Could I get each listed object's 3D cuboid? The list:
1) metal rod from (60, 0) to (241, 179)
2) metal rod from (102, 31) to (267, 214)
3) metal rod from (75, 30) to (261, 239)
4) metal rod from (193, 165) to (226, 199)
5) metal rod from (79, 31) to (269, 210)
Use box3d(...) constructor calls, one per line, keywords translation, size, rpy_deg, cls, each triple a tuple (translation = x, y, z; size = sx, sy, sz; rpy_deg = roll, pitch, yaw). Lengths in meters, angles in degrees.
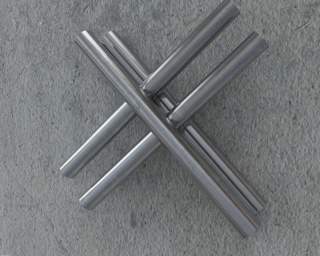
box3d(translation=(-0.022, -0.040, 0.390), size=(0.299, 0.025, 0.025), rpy_deg=(-43, 77, 14), cls="metal rod")
box3d(translation=(0.023, -0.015, 0.401), size=(0.025, 0.025, 0.300), rpy_deg=(-44, 77, 14), cls="metal rod")
box3d(translation=(0.000, -0.003, 0.356), size=(0.025, 0.025, 0.300), rpy_deg=(-44, 77, 14), cls="metal rod")
box3d(translation=(0.004, -0.001, 0.408), size=(0.025, 0.025, 0.300), rpy_deg=(-44, 77, 14), cls="metal rod")
box3d(translation=(0.007, 0.001, 0.380), size=(0.299, 0.025, 0.025), rpy_deg=(-43, 77, 14), cls="metal rod")
